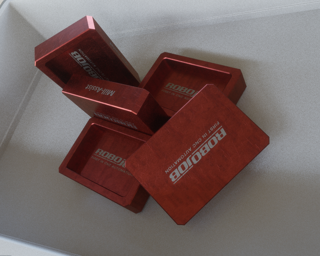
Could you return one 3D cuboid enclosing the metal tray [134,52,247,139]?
[{"bbox_3d":[0.034,-0.047,0.410,0.130,0.030,0.090,23,74,36],"label":"metal tray"}]

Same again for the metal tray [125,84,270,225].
[{"bbox_3d":[0.039,0.028,0.337,0.130,0.030,0.090,-43,80,-2],"label":"metal tray"}]

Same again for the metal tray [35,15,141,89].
[{"bbox_3d":[-0.095,-0.081,0.433,0.090,0.130,0.030,-27,53,12],"label":"metal tray"}]

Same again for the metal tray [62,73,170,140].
[{"bbox_3d":[-0.053,-0.024,0.401,0.130,0.090,0.030,17,71,34],"label":"metal tray"}]

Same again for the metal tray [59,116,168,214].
[{"bbox_3d":[-0.061,0.043,0.403,0.130,0.030,0.090,17,70,34],"label":"metal tray"}]
